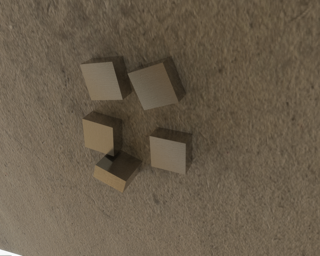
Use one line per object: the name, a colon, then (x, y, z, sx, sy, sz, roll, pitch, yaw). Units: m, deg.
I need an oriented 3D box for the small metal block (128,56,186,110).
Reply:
small metal block: (-0.003, -0.053, 0.374, 0.050, 0.025, 0.050, -11, 113, 32)

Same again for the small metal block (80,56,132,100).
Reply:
small metal block: (-0.069, -0.064, 0.402, 0.050, 0.025, 0.050, 1, 119, 27)

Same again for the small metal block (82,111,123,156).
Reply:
small metal block: (-0.083, 0.008, 0.454, 0.050, 0.025, 0.050, 16, 125, 18)

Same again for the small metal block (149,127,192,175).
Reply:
small metal block: (0.015, 0.030, 0.416, 0.050, 0.025, 0.050, 11, 123, 21)

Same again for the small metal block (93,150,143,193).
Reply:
small metal block: (-0.062, 0.060, 0.459, 0.050, 0.050, 0.025, 26, 128, 11)
